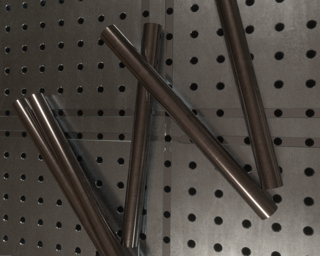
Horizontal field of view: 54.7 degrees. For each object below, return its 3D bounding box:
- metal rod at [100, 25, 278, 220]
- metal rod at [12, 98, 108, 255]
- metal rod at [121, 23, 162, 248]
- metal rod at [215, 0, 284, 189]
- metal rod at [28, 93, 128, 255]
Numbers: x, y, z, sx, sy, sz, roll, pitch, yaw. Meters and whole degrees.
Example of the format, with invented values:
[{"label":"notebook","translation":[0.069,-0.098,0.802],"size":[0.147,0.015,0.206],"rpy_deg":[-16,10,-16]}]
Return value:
[{"label":"metal rod","translation":[0.031,-0.012,0.383],"size":[0.025,0.025,0.300],"rpy_deg":[-43,84,15]},{"label":"metal rod","translation":[-0.137,0.081,0.459],"size":[0.025,0.025,0.299],"rpy_deg":[-38,78,16]},{"label":"metal rod","translation":[-0.025,0.011,0.420],"size":[0.025,0.025,0.298],"rpy_deg":[7,92,19]},{"label":"metal rod","translation":[0.100,-0.076,0.377],"size":[0.025,0.025,0.298],"rpy_deg":[-14,85,19]},{"label":"metal rod","translation":[-0.116,0.076,0.441],"size":[0.025,0.025,0.299],"rpy_deg":[-36,75,16]}]
